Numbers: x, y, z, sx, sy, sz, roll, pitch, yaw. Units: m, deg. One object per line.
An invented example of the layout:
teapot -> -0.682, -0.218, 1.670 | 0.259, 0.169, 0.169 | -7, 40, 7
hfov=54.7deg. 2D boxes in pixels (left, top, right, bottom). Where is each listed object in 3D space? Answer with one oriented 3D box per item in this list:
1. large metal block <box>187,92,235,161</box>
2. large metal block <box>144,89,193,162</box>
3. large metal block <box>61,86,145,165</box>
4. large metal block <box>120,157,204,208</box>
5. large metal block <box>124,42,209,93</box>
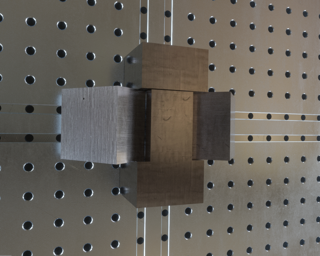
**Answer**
large metal block -> 0.069, -0.002, 0.401 | 0.050, 0.080, 0.079 | 1, 89, 17
large metal block -> 0.000, -0.002, 0.383 | 0.050, 0.080, 0.079 | 1, 90, -20
large metal block -> -0.065, -0.004, 0.353 | 0.050, 0.080, 0.079 | 0, 91, -60
large metal block -> -0.001, 0.061, 0.383 | 0.081, 0.080, 0.050 | 1, 90, -20
large metal block -> 0.005, -0.068, 0.385 | 0.081, 0.080, 0.050 | 1, 90, -20
